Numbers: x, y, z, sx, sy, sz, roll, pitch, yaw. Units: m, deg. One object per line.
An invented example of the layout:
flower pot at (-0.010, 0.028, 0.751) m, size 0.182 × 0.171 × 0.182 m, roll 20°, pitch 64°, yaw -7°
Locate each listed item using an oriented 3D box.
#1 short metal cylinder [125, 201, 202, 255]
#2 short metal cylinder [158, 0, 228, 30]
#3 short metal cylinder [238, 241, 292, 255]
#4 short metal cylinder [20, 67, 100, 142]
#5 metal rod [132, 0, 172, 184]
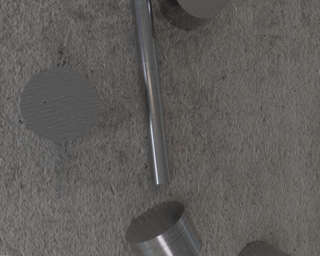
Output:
short metal cylinder at (0.005, 0.135, 0.382) m, size 0.080 × 0.080 × 0.050 m, roll -30°, pitch 100°, yaw -18°
short metal cylinder at (0.044, -0.178, 0.412) m, size 0.081 × 0.050 × 0.080 m, roll 0°, pitch 90°, yaw -20°
short metal cylinder at (0.157, 0.214, 0.455) m, size 0.081 × 0.050 × 0.080 m, roll 0°, pitch 90°, yaw -20°
short metal cylinder at (-0.114, -0.025, 0.354) m, size 0.081 × 0.050 × 0.080 m, roll 0°, pitch 90°, yaw -20°
metal rod at (-0.014, -0.077, 0.403) m, size 0.025 × 0.025 × 0.298 m, roll -7°, pitch 93°, yaw -20°
